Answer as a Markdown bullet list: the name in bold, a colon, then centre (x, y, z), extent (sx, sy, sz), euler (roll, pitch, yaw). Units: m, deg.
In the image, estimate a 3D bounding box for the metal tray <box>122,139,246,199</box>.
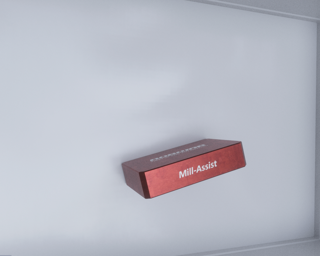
- **metal tray**: centre (0.027, 0.045, 0.385), extent (0.131, 0.090, 0.030), euler (-15, 95, -19)
